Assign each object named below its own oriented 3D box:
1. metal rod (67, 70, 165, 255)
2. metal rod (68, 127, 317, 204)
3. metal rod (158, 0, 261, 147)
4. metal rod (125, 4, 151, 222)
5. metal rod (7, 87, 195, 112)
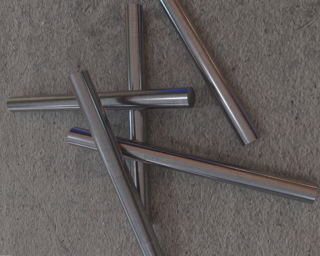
[{"bbox_3d":[-0.042,0.075,0.381,0.025,0.025,0.299,-18,100,19],"label":"metal rod"},{"bbox_3d":[0.028,0.042,0.379,0.301,0.025,0.025,12,94,12],"label":"metal rod"},{"bbox_3d":[0.040,-0.114,0.394,0.025,0.025,0.299,-31,80,17],"label":"metal rod"},{"bbox_3d":[-0.030,-0.015,0.419,0.025,0.025,0.298,-2,89,20],"label":"metal rod"},{"bbox_3d":[-0.098,-0.036,0.424,0.300,0.025,0.025,0,90,27],"label":"metal rod"}]
